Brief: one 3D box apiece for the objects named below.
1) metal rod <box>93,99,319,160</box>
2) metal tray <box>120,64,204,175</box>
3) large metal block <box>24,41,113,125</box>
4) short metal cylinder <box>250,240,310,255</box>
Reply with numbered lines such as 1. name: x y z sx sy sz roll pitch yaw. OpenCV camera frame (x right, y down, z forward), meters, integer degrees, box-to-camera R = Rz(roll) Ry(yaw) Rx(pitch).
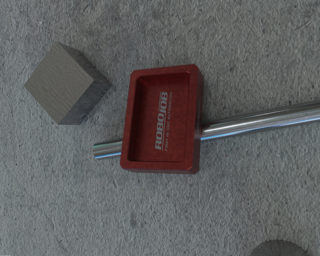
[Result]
1. metal rod: 0.052 0.006 0.390 0.301 0.025 0.025 -11 86 19
2. metal tray: 0.004 -0.010 0.382 0.090 0.030 0.129 -2 73 22
3. large metal block: -0.130 -0.061 0.440 0.080 0.050 0.080 46 104 14
4. short metal cylinder: 0.137 0.174 0.347 0.080 0.050 0.079 0 90 19
